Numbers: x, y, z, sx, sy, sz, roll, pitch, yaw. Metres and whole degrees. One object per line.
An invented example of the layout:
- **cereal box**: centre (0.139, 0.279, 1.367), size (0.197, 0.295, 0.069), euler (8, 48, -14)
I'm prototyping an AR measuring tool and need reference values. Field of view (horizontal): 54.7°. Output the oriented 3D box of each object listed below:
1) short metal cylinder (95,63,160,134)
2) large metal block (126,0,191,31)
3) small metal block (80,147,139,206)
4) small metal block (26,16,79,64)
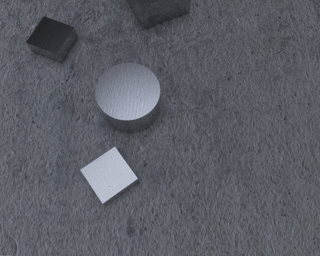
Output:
- **short metal cylinder**: centre (-0.040, -0.038, 0.408), size (0.081, 0.050, 0.080), euler (0, 70, 0)
- **large metal block**: centre (-0.007, -0.208, 0.471), size (0.080, 0.050, 0.080), euler (-24, 72, -9)
- **small metal block**: centre (-0.062, 0.060, 0.386), size (0.050, 0.025, 0.050), euler (-35, 74, -12)
- **small metal block**: centre (-0.157, -0.129, 0.454), size (0.050, 0.025, 0.050), euler (22, 71, 7)
